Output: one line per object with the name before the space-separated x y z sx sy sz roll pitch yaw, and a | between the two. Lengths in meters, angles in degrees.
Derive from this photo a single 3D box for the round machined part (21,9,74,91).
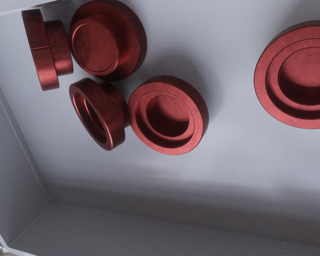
round machined part | -0.138 -0.098 0.388 0.098 0.042 0.097 166 90 -73

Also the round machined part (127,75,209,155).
round machined part | 0.013 -0.019 0.379 0.098 0.042 0.097 13 124 21

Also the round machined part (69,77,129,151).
round machined part | -0.074 -0.022 0.406 0.098 0.042 0.097 41 151 30

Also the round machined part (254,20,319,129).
round machined part | 0.142 -0.051 0.291 0.098 0.042 0.097 13 124 21

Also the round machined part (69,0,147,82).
round machined part | -0.069 -0.101 0.372 0.098 0.042 0.097 13 124 21
